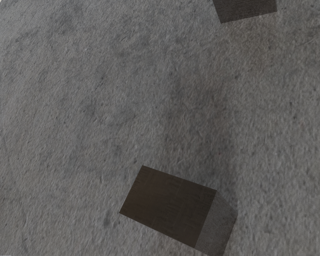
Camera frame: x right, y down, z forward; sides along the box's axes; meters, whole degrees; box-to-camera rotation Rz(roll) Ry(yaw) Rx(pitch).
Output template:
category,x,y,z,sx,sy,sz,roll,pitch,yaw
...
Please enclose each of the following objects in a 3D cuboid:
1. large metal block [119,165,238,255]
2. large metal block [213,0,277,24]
category,x,y,z,sx,sy,sz,roll,pitch,yaw
large metal block,0.021,0.084,0.305,0.080,0.080,0.050,14,69,33
large metal block,0.124,-0.207,0.449,0.080,0.050,0.080,-4,60,26
